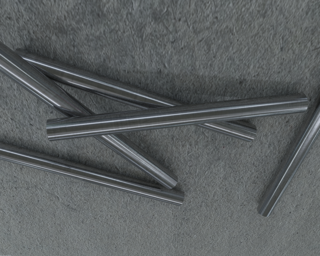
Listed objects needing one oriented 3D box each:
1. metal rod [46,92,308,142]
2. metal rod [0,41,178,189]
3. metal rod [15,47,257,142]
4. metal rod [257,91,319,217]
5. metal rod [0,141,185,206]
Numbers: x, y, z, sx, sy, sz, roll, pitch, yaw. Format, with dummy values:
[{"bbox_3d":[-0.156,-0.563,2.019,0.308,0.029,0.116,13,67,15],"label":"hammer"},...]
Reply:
[{"bbox_3d":[0.027,-0.014,0.362,0.302,0.025,0.025,-7,131,-8],"label":"metal rod"},{"bbox_3d":[-0.074,0.003,0.388,0.025,0.025,0.300,-30,130,23],"label":"metal rod"},{"bbox_3d":[-0.019,-0.035,0.377,0.302,0.025,0.025,17,128,-14],"label":"metal rod"},{"bbox_3d":[0.195,0.028,0.432,0.025,0.025,0.298,5,130,-5],"label":"metal rod"},{"bbox_3d":[-0.104,0.070,0.465,0.302,0.025,0.025,18,128,-15],"label":"metal rod"}]
